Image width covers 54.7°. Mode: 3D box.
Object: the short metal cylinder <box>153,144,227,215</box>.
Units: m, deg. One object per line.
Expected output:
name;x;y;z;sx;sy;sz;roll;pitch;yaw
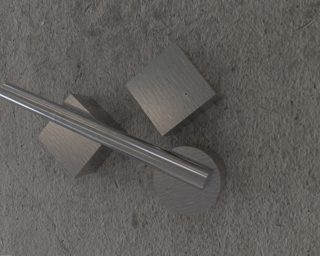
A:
short metal cylinder;0.038;0.061;0.382;0.080;0.050;0.080;0;90;20

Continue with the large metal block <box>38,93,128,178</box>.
large metal block;-0.108;0.010;0.434;0.080;0.050;0.080;44;103;14

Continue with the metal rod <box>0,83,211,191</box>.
metal rod;-0.081;0.003;0.384;0.301;0.025;0.025;22;98;18

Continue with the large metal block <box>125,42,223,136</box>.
large metal block;0.019;-0.046;0.389;0.080;0.050;0.080;-39;78;16
